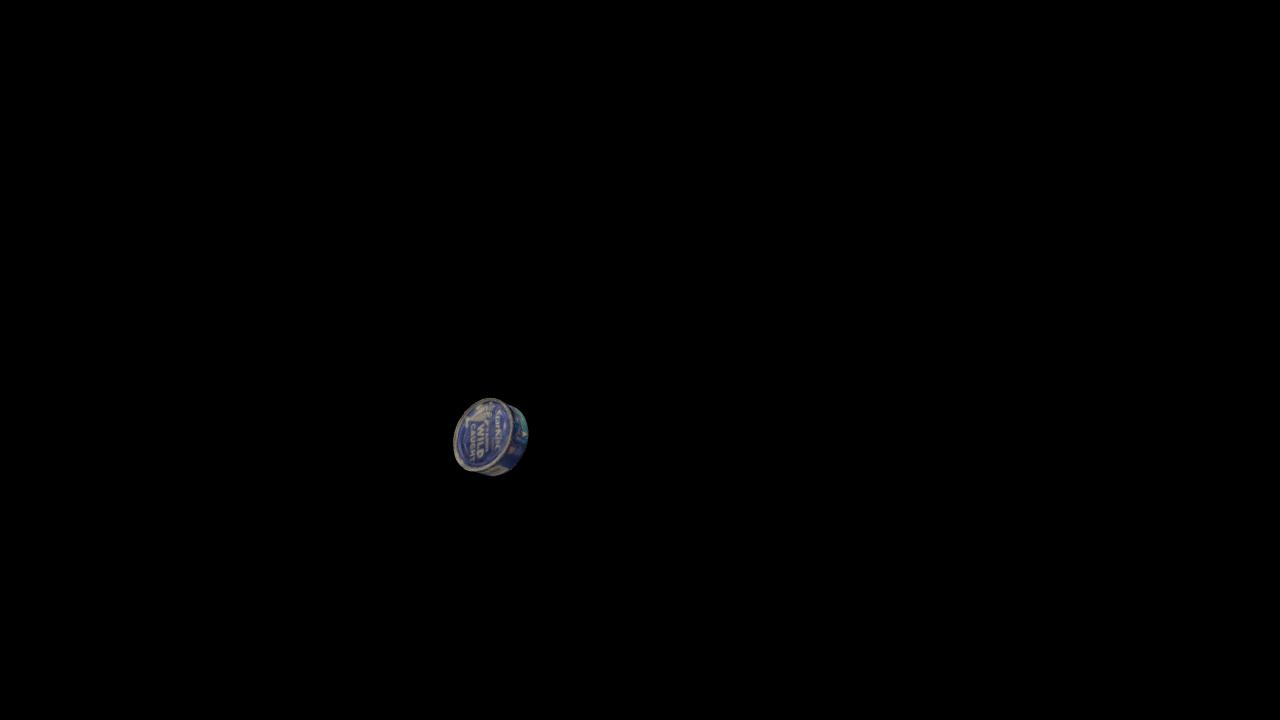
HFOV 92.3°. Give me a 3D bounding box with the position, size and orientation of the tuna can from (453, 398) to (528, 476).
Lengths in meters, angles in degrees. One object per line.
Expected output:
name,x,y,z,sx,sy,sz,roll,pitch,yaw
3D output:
tuna can,-0.167,0.087,0.691,0.084,0.084,0.034,0,-21,30
